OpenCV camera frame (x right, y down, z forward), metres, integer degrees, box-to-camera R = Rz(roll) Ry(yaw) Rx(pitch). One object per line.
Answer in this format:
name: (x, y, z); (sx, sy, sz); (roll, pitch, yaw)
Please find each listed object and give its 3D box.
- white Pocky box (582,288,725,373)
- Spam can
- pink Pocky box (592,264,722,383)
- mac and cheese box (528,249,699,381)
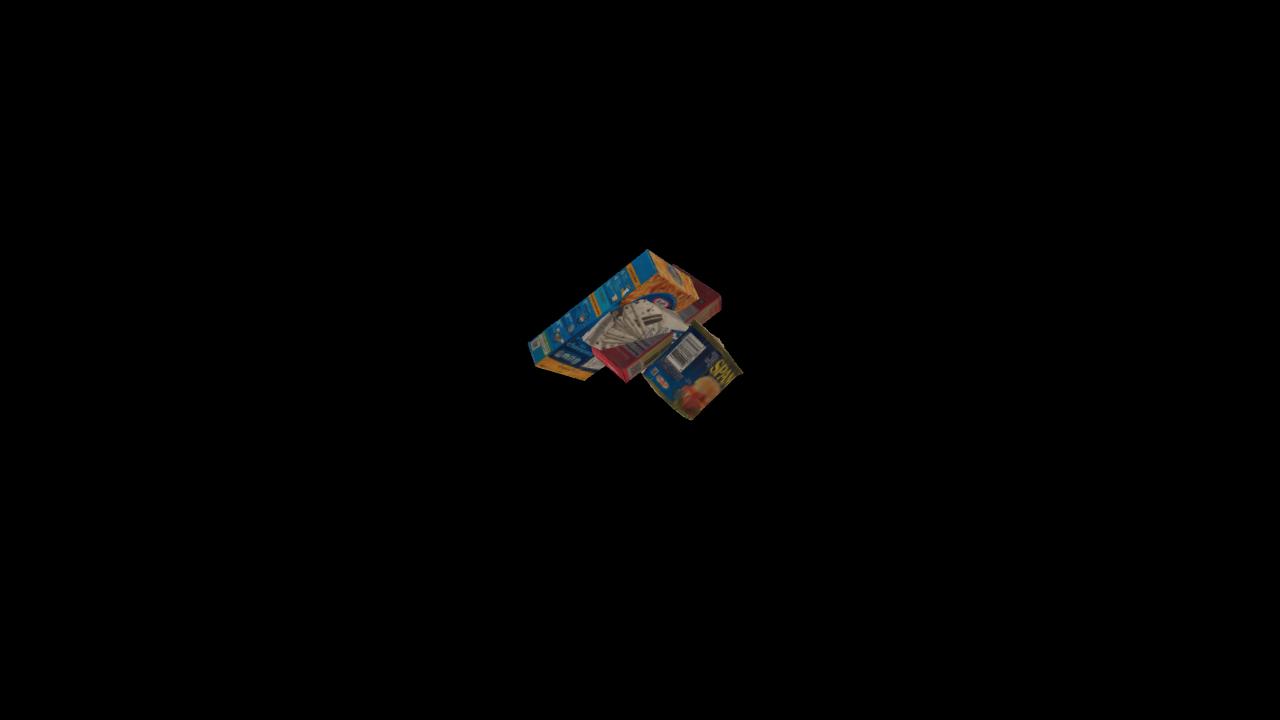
white Pocky box: (0.016, -0.023, 0.710); (0.154, 0.084, 0.028); (29, 24, -31)
Spam can: (0.059, 0.014, 0.688); (0.058, 0.085, 0.101); (47, 3, 30)
pink Pocky box: (0.013, -0.046, 0.724); (0.155, 0.029, 0.084); (-38, 55, -20)
mac and cheese box: (-0.031, -0.045, 0.709); (0.184, 0.041, 0.093); (-35, -31, 22)
